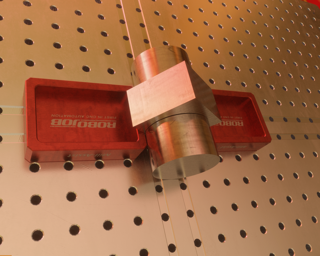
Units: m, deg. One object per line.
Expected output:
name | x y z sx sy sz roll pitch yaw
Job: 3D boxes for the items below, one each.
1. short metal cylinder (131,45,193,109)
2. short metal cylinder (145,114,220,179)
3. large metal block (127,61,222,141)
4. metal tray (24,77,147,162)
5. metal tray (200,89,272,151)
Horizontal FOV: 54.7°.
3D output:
short metal cylinder | 0.005 -0.064 0.414 0.081 0.080 0.050 1 61 -28
short metal cylinder | 0.026 0.024 0.371 0.081 0.080 0.050 2 61 -28
large metal block | 0.019 -0.026 0.380 0.080 0.080 0.050 30 41 -54
metal tray | -0.087 -0.009 0.363 0.131 0.030 0.090 1 61 -28
metal tray | 0.096 -0.012 0.464 0.131 0.030 0.090 1 61 -28
